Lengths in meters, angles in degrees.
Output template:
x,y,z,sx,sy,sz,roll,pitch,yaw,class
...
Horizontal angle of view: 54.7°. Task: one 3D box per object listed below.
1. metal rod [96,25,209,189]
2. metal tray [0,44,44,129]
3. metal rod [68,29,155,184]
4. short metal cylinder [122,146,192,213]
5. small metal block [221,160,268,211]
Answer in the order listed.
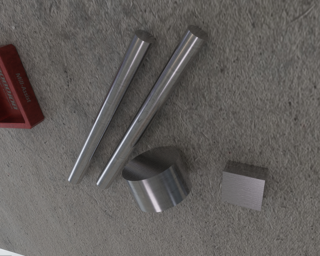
x,y,z,sx,sy,sz,roll,pitch,yaw,class
-0.026,-0.005,0.417,0.025,0.025,0.298,37,129,3,metal rod
-0.249,-0.063,0.495,0.090,0.030,0.129,1,119,27,metal tray
-0.082,-0.008,0.444,0.025,0.025,0.298,37,129,3,metal rod
-0.004,0.067,0.414,0.080,0.080,0.050,-9,114,32,short metal cylinder
0.107,0.073,0.395,0.050,0.025,0.050,10,123,22,small metal block
